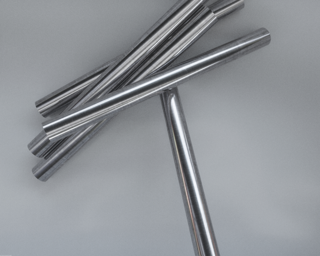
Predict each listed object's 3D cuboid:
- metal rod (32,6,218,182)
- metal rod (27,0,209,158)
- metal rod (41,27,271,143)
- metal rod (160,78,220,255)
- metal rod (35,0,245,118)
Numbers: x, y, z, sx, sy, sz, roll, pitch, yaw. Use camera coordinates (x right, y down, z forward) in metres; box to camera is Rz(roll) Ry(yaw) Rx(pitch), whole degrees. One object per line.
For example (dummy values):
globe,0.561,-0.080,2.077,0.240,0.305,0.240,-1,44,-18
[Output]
metal rod,-0.049,-0.038,0.393,0.300,0.025,0.025,-42,91,6
metal rod,-0.051,-0.071,0.387,0.300,0.025,0.025,-42,91,5
metal rod,0.008,-0.058,0.374,0.302,0.025,0.025,-26,90,-15
metal rod,0.032,0.052,0.352,0.025,0.025,0.299,-12,66,0
metal rod,-0.026,-0.097,0.410,0.301,0.025,0.025,-29,90,-1
